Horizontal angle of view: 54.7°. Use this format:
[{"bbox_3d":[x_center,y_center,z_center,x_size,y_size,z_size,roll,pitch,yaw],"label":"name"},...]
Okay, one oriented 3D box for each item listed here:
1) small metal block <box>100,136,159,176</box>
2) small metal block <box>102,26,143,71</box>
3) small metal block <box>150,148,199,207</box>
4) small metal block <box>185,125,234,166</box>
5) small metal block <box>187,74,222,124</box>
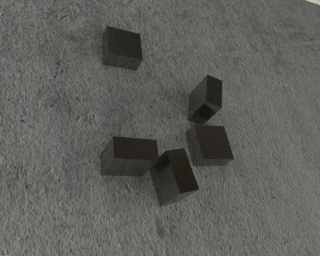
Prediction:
[{"bbox_3d":[-0.035,0.033,0.348,0.050,0.050,0.025,6,59,-25],"label":"small metal block"},{"bbox_3d":[-0.055,-0.114,0.443,0.050,0.025,0.050,7,59,-25],"label":"small metal block"},{"bbox_3d":[0.014,0.058,0.360,0.025,0.050,0.050,-5,65,-31],"label":"small metal block"},{"bbox_3d":[0.068,0.024,0.425,0.050,0.025,0.050,3,61,-27],"label":"small metal block"},{"bbox_3d":[0.065,-0.040,0.447,0.025,0.050,0.050,21,54,-16],"label":"small metal block"}]
